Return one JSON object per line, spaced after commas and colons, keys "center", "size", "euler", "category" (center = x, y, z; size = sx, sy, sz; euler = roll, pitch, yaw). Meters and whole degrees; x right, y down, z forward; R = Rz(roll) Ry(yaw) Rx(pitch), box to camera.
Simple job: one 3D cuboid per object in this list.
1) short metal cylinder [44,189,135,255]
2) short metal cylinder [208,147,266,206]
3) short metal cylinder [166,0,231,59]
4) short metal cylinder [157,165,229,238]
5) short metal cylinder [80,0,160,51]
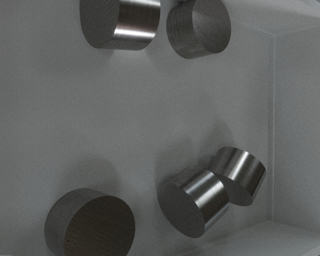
{"center": [-0.074, 0.108, 0.330], "size": [0.081, 0.050, 0.079], "euler": [0, 90, -40], "category": "short metal cylinder"}
{"center": [0.112, 0.073, 0.467], "size": [0.080, 0.080, 0.050], "euler": [52, 60, -28], "category": "short metal cylinder"}
{"center": [0.056, -0.142, 0.439], "size": [0.081, 0.050, 0.079], "euler": [0, 91, -40], "category": "short metal cylinder"}
{"center": [0.043, 0.096, 0.409], "size": [0.050, 0.080, 0.080], "euler": [-30, 109, -36], "category": "short metal cylinder"}
{"center": [-0.045, -0.126, 0.334], "size": [0.050, 0.080, 0.079], "euler": [-9, 96, -40], "category": "short metal cylinder"}
